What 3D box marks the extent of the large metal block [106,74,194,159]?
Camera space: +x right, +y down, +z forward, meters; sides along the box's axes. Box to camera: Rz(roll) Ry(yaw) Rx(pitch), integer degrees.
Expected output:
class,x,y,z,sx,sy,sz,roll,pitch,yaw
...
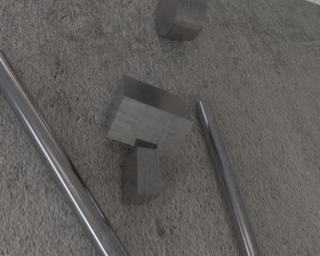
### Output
class,x,y,z,sx,sy,sz,roll,pitch,yaw
large metal block,-0.015,-0.016,0.367,0.080,0.050,0.080,20,21,-17

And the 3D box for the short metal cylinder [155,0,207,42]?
class,x,y,z,sx,sy,sz,roll,pitch,yaw
short metal cylinder,0.032,-0.184,0.498,0.050,0.080,0.080,4,60,-26

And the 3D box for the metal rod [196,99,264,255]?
class,x,y,z,sx,sy,sz,roll,pitch,yaw
metal rod,0.097,0.095,0.397,0.025,0.025,0.299,1,61,-28

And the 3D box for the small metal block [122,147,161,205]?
class,x,y,z,sx,sy,sz,roll,pitch,yaw
small metal block,-0.022,0.054,0.341,0.025,0.050,0.050,10,62,-23

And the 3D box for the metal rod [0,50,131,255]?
class,x,y,z,sx,sy,sz,roll,pitch,yaw
metal rod,-0.103,0.040,0.323,0.025,0.025,0.299,-27,76,-37
